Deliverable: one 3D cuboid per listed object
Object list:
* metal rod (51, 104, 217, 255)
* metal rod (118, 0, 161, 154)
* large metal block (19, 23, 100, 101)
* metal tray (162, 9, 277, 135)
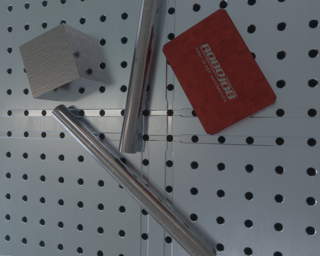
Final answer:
[{"bbox_3d":[-0.045,0.071,0.428,0.300,0.025,0.025,42,103,15],"label":"metal rod"},{"bbox_3d":[-0.021,-0.114,0.419,0.025,0.025,0.298,10,93,19],"label":"metal rod"},{"bbox_3d":[-0.146,-0.092,0.451,0.080,0.050,0.080,-20,83,19],"label":"large metal block"},{"bbox_3d":[0.072,-0.067,0.384,0.090,0.030,0.130,-30,81,17],"label":"metal tray"}]
